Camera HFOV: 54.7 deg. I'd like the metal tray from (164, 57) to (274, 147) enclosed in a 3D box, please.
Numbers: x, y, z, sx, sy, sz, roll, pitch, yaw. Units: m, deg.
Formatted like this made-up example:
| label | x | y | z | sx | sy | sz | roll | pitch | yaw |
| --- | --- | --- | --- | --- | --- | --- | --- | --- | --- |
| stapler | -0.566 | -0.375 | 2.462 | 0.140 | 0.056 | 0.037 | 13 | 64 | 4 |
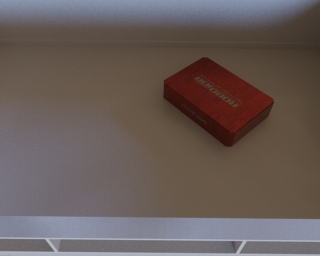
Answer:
| label | x | y | z | sx | sy | sz | roll | pitch | yaw |
| --- | --- | --- | --- | --- | --- | --- | --- | --- | --- |
| metal tray | 0.079 | -0.042 | 0.438 | 0.091 | 0.030 | 0.130 | -34 | 58 | -26 |
